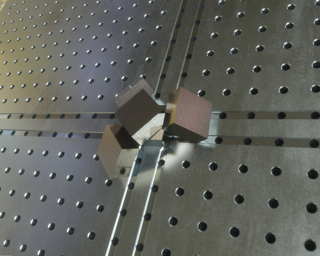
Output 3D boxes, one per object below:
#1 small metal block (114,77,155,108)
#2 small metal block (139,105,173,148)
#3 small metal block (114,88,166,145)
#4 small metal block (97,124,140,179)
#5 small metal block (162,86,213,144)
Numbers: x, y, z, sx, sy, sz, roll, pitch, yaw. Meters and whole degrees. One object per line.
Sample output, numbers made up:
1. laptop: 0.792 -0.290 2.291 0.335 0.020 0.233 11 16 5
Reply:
1. small metal block: -0.038 -0.047 0.442 0.050 0.025 0.050 -40 15 1
2. small metal block: -0.009 -0.003 0.416 0.050 0.025 0.050 2 65 29
3. small metal block: -0.023 -0.015 0.398 0.050 0.025 0.050 -41 51 -1
4. small metal block: -0.056 0.029 0.404 0.050 0.025 0.050 53 130 39
5. small metal block: 0.034 -0.015 0.381 0.025 0.050 0.050 -29 43 53
